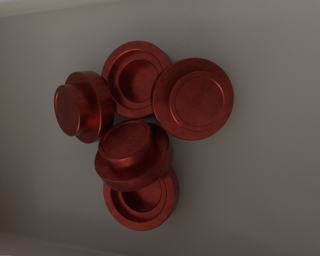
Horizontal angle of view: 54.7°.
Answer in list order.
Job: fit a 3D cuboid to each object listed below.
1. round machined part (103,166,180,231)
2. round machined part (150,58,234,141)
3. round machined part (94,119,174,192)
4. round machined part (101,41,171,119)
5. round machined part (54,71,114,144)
[{"bbox_3d":[-0.021,0.080,0.406,0.098,0.042,0.097,0,90,20],"label":"round machined part"},{"bbox_3d":[0.040,-0.033,0.361,0.099,0.042,0.097,-2,101,-10],"label":"round machined part"},{"bbox_3d":[-0.036,0.026,0.382,0.098,0.098,0.042,-7,132,20],"label":"round machined part"},{"bbox_3d":[-0.024,-0.061,0.407,0.098,0.042,0.097,0,90,20],"label":"round machined part"},{"bbox_3d":[-0.107,-0.026,0.414,0.098,0.042,0.097,17,113,44],"label":"round machined part"}]
